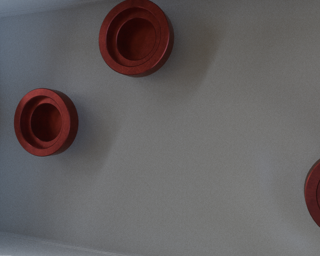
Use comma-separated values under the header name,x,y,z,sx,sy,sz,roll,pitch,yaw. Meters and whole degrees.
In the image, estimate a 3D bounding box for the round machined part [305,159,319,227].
name,x,y,z,sx,sy,sz,roll,pitch,yaw
round machined part,0.206,0.069,0.327,0.098,0.042,0.097,0,90,22

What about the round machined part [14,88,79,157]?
name,x,y,z,sx,sy,sz,roll,pitch,yaw
round machined part,-0.162,-0.008,0.459,0.098,0.042,0.097,0,90,20

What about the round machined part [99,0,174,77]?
name,x,y,z,sx,sy,sz,roll,pitch,yaw
round machined part,-0.028,-0.116,0.411,0.098,0.042,0.097,0,90,20
